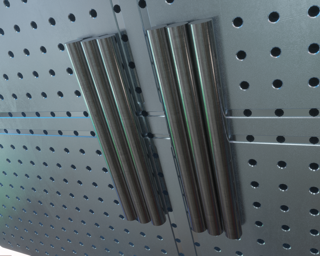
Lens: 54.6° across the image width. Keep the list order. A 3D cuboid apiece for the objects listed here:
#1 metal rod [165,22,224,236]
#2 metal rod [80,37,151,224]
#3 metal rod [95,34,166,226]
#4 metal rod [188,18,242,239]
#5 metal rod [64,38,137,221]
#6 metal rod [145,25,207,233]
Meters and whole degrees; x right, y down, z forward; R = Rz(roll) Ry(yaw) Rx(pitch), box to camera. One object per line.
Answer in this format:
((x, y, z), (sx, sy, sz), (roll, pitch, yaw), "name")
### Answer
((0.050, 0.020, 0.397), (0.025, 0.025, 0.298), (1, 119, 28), "metal rod")
((-0.056, 0.020, 0.453), (0.025, 0.025, 0.298), (1, 119, 28), "metal rod")
((-0.034, 0.020, 0.441), (0.025, 0.025, 0.298), (1, 119, 28), "metal rod")
((0.074, 0.021, 0.384), (0.025, 0.025, 0.298), (1, 119, 28), "metal rod")
((-0.079, 0.019, 0.465), (0.025, 0.025, 0.298), (1, 119, 28), "metal rod")
((0.028, 0.019, 0.408), (0.025, 0.025, 0.298), (1, 119, 28), "metal rod")
